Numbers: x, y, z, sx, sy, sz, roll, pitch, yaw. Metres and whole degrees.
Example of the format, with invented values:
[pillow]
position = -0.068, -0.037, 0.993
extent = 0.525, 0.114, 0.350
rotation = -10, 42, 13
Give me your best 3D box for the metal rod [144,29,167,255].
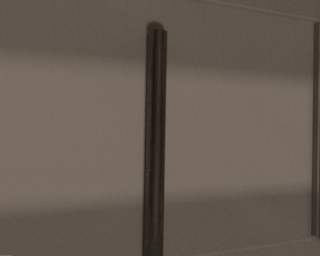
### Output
[metal rod]
position = -0.005, 0.022, 0.409
extent = 0.025, 0.025, 0.298
rotation = 1, 90, -20
